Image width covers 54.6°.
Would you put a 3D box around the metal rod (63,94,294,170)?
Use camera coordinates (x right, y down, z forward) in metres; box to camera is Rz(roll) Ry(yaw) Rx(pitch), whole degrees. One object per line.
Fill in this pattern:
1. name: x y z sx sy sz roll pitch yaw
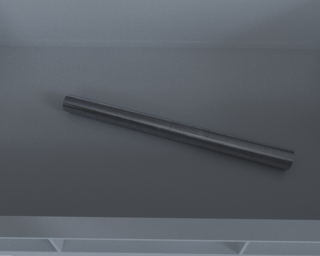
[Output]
1. metal rod: 0.014 0.002 0.402 0.301 0.025 0.025 15 52 12
